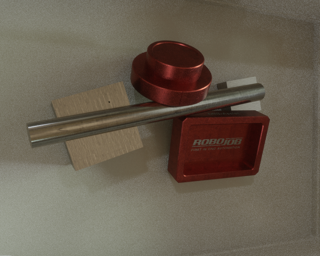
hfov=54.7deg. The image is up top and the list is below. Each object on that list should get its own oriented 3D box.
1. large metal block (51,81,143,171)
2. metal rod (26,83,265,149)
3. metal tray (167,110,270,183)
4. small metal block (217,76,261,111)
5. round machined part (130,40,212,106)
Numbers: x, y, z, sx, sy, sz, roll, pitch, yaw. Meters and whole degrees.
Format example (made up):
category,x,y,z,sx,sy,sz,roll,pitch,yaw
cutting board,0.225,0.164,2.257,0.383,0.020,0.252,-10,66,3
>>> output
category,x,y,z,sx,sy,sz,roll,pitch,yaw
large metal block,-0.076,-0.003,0.367,0.081,0.050,0.080,-19,97,-19
metal rod,0.006,-0.022,0.365,0.303,0.025,0.025,-12,95,-27
metal tray,0.080,0.023,0.422,0.131,0.030,0.089,-2,110,-21
small metal block,0.116,-0.045,0.453,0.050,0.025,0.050,-12,94,-20
round machined part,0.016,-0.072,0.375,0.099,0.098,0.042,-5,132,-20
